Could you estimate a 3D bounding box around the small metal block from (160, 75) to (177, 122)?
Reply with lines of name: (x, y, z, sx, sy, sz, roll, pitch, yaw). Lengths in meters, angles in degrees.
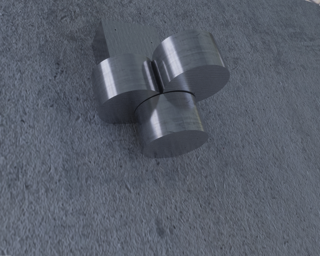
small metal block: (0.011, -0.038, 0.421, 0.025, 0.050, 0.050, 1, 61, -28)

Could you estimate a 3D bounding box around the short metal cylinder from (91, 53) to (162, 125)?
short metal cylinder: (-0.039, -0.045, 0.377, 0.081, 0.080, 0.050, -2, 63, -29)

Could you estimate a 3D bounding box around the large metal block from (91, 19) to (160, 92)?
large metal block: (-0.042, -0.096, 0.426, 0.081, 0.050, 0.080, -2, 63, -29)

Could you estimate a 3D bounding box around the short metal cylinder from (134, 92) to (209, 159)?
short metal cylinder: (0.013, -0.001, 0.378, 0.081, 0.080, 0.050, 0, 62, -29)

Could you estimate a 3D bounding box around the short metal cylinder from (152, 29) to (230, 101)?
short metal cylinder: (0.036, -0.070, 0.368, 0.081, 0.080, 0.050, -2, 63, -29)
